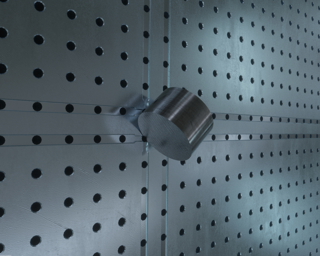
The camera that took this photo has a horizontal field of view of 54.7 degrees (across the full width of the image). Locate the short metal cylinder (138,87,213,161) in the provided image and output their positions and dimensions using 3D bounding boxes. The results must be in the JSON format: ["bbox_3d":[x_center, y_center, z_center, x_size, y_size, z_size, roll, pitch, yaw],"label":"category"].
[{"bbox_3d":[0.019,-0.005,0.391,0.050,0.080,0.080,-48,119,-29],"label":"short metal cylinder"}]
